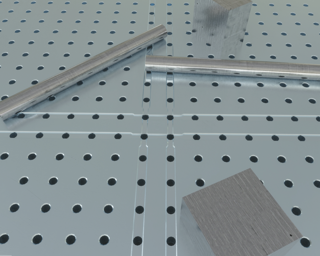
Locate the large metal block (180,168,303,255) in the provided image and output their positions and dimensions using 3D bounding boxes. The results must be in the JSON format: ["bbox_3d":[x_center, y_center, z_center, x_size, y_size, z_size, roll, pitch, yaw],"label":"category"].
[{"bbox_3d":[0.075,0.098,0.309,0.081,0.050,0.080,-20,53,-16],"label":"large metal block"}]

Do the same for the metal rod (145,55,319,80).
[{"bbox_3d":[0.128,-0.094,0.487,0.302,0.025,0.025,4,50,3],"label":"metal rod"}]

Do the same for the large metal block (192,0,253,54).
[{"bbox_3d":[0.103,-0.189,0.531,0.050,0.080,0.080,-28,56,-22],"label":"large metal block"}]

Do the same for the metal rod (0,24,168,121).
[{"bbox_3d":[-0.108,-0.097,0.487,0.302,0.025,0.025,-34,58,-25],"label":"metal rod"}]
